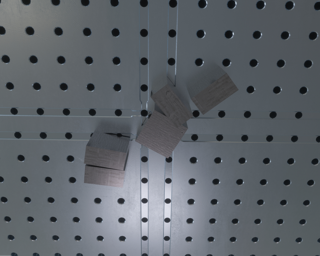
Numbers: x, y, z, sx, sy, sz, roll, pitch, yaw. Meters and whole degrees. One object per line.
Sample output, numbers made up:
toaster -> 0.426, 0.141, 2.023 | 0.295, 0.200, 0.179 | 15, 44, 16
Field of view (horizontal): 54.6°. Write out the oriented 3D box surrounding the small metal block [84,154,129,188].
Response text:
small metal block -> -0.071, 0.054, 0.419 | 0.050, 0.050, 0.025 | 8, 110, -3

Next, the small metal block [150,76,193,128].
small metal block -> 0.014, -0.034, 0.388 | 0.025, 0.050, 0.050 | -37, 106, 12

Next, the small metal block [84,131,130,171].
small metal block -> -0.069, 0.029, 0.410 | 0.050, 0.050, 0.025 | 11, 110, -4

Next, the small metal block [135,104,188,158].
small metal block -> 0.002, 0.005, 0.415 | 0.050, 0.025, 0.050 | 29, 108, -10

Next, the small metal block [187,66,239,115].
small metal block -> 0.063, -0.048, 0.383 | 0.050, 0.050, 0.025 | -36, 106, 12
